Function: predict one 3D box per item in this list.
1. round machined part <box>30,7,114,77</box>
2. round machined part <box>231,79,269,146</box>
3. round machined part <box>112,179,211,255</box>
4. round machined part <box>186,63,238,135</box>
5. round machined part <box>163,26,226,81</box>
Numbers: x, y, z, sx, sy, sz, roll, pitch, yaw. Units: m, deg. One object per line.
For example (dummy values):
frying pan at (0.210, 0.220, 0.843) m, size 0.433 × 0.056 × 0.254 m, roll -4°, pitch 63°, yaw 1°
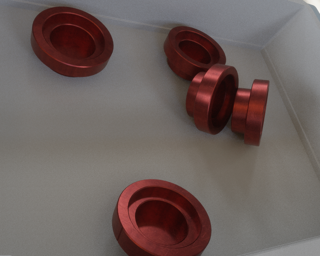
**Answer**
round machined part at (-0.114, -0.105, 0.398) m, size 0.099 × 0.042 × 0.098 m, roll 14°, pitch 56°, yaw -21°
round machined part at (0.133, -0.024, 0.460) m, size 0.042 × 0.098 × 0.098 m, roll 9°, pitch 49°, yaw 19°
round machined part at (-0.001, 0.102, 0.318) m, size 0.099 × 0.042 × 0.098 m, roll 16°, pitch 32°, yaw -10°
round machined part at (0.071, -0.043, 0.438) m, size 0.042 × 0.097 × 0.099 m, roll 19°, pitch 43°, yaw 30°
round machined part at (0.050, -0.112, 0.486) m, size 0.099 × 0.042 × 0.098 m, roll 15°, pitch 48°, yaw -17°
